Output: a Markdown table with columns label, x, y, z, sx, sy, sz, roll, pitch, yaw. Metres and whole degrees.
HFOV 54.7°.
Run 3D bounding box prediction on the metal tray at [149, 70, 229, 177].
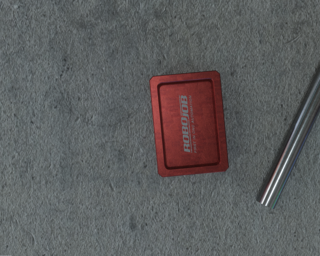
| label | x | y | z | sx | sy | sz | roll | pitch | yaw |
| --- | --- | --- | --- | --- | --- | --- | --- | --- | --- |
| metal tray | 0.037 | -0.005 | 0.407 | 0.091 | 0.030 | 0.129 | -5 | 90 | 0 |

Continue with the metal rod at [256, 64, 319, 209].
| label | x | y | z | sx | sy | sz | roll | pitch | yaw |
| --- | --- | --- | --- | --- | --- | --- | --- | --- | --- |
| metal rod | 0.203 | -0.034 | 0.411 | 0.025 | 0.025 | 0.299 | 25 | 90 | 0 |
